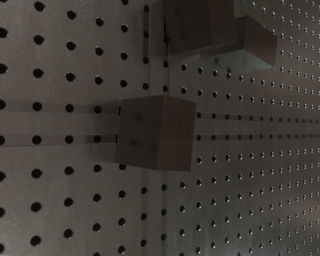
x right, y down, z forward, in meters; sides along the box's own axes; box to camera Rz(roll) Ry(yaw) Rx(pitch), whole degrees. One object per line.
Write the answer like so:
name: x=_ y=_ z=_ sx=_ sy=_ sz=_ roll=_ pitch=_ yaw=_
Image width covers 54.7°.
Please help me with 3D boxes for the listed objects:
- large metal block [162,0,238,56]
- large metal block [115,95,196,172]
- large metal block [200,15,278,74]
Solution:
large metal block: x=0.053 y=-0.145 z=0.420 sx=0.050 sy=0.080 sz=0.079 roll=-13 pitch=99 yaw=-40
large metal block: x=-0.007 y=0.007 z=0.370 sx=0.050 sy=0.080 sz=0.080 roll=9 pitch=84 yaw=-40
large metal block: x=0.121 y=-0.124 z=0.477 sx=0.081 sy=0.080 sz=0.050 roll=14 pitch=81 yaw=-40
